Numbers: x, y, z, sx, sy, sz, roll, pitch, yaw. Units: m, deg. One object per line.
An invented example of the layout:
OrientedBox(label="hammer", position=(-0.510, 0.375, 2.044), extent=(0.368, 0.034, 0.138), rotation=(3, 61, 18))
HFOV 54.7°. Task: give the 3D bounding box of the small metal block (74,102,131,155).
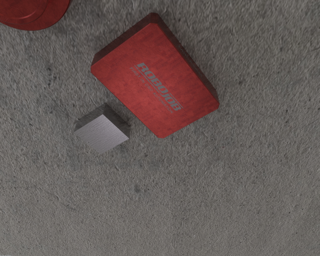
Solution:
OrientedBox(label="small metal block", position=(-0.075, 0.002, 0.408), extent=(0.050, 0.025, 0.050), rotation=(-29, 125, 22))

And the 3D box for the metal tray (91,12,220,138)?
OrientedBox(label="metal tray", position=(-0.002, -0.053, 0.359), extent=(0.090, 0.030, 0.130), rotation=(-30, 124, 23))

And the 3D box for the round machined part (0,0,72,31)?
OrientedBox(label="round machined part", position=(-0.130, -0.134, 0.280), extent=(0.099, 0.042, 0.097), rotation=(0, 130, 0))
